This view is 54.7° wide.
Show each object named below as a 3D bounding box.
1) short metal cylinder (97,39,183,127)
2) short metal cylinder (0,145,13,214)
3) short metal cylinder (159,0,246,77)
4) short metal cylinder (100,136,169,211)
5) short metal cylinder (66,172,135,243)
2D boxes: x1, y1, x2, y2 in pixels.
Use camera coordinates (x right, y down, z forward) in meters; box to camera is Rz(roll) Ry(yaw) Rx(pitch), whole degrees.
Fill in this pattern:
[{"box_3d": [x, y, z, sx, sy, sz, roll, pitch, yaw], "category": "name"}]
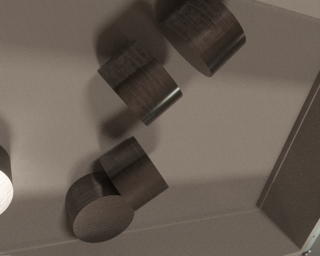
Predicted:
[{"box_3d": [-0.021, -0.048, 0.333, 0.050, 0.080, 0.080, -42, 130, 0], "category": "short metal cylinder"}, {"box_3d": [-0.197, 0.055, 0.319, 0.081, 0.050, 0.079, -14, 125, -21], "category": "short metal cylinder"}, {"box_3d": [0.045, -0.101, 0.337, 0.050, 0.080, 0.080, -45, 130, 3], "category": "short metal cylinder"}, {"box_3d": [-0.032, 0.057, 0.392, 0.050, 0.080, 0.080, -35, 129, -6], "category": "short metal cylinder"}, {"box_3d": [-0.081, 0.106, 0.415, 0.081, 0.050, 0.079, -14, 125, -21], "category": "short metal cylinder"}]
